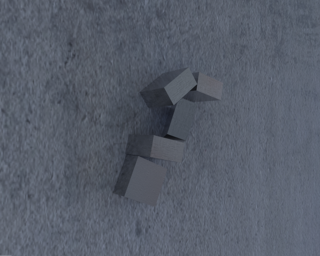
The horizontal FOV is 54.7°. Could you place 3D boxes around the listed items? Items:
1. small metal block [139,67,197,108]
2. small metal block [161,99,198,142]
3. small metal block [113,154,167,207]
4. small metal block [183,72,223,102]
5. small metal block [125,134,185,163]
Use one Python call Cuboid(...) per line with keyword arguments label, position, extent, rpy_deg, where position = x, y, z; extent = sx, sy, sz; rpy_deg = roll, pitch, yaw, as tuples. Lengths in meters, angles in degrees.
Cuboid(label="small metal block", position=(0.010, -0.051, 0.399), extent=(0.050, 0.050, 0.025), rpy_deg=(-43, 115, -32))
Cuboid(label="small metal block", position=(0.023, -0.007, 0.406), extent=(0.025, 0.050, 0.050), rpy_deg=(20, 75, -7))
Cuboid(label="small metal block", position=(-0.024, 0.066, 0.387), extent=(0.050, 0.025, 0.050), rpy_deg=(30, 72, -36))
Cuboid(label="small metal block", position=(0.051, -0.056, 0.434), extent=(0.050, 0.050, 0.025), rpy_deg=(15, 81, -40))
Cuboid(label="small metal block", position=(-0.006, 0.025, 0.385), extent=(0.050, 0.050, 0.025), rpy_deg=(15, 80, -39))
